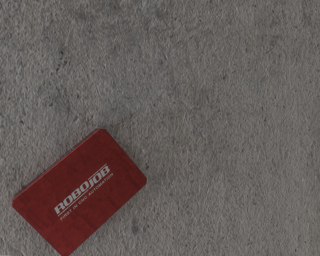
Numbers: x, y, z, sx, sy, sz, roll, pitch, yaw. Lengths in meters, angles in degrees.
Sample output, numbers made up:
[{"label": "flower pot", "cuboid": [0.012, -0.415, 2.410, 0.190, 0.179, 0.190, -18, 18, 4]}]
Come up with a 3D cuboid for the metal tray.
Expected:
[{"label": "metal tray", "cuboid": [-0.092, 0.073, 0.372, 0.130, 0.030, 0.090, -41, 103, -15]}]
